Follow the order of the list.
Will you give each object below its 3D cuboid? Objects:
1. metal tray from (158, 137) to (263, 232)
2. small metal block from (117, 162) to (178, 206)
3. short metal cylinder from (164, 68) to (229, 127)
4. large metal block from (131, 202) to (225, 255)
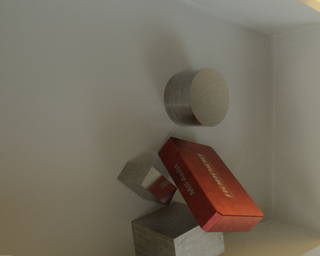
[{"bbox_3d":[0.062,0.071,0.400,0.091,0.130,0.030,15,120,-39],"label":"metal tray"},{"bbox_3d":[-0.016,0.068,0.379,0.050,0.050,0.025,45,63,-31],"label":"small metal block"},{"bbox_3d":[0.052,-0.041,0.436,0.081,0.050,0.079,0,90,-40],"label":"short metal cylinder"},{"bbox_3d":[0.022,0.137,0.392,0.081,0.080,0.050,-13,98,-40],"label":"large metal block"}]
